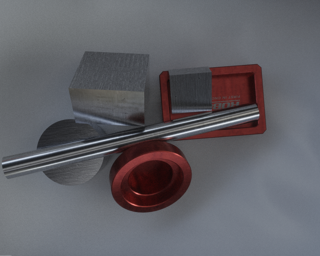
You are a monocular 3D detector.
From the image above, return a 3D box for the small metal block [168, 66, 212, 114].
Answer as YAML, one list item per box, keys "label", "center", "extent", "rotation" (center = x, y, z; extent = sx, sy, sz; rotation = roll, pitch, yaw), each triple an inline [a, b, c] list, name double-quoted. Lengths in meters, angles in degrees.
- label: "small metal block"
  center: [0.038, -0.048, 0.389]
  extent: [0.050, 0.025, 0.050]
  rotation: [-5, 116, 0]

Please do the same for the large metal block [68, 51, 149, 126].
- label: "large metal block"
  center: [-0.056, -0.049, 0.374]
  extent: [0.081, 0.080, 0.050]
  rotation: [3, 132, 0]

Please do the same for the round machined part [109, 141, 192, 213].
- label: "round machined part"
  center: [-0.014, 0.056, 0.385]
  extent: [0.099, 0.042, 0.097]
  rotation: [-8, 124, -12]

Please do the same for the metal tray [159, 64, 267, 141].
- label: "metal tray"
  center: [0.067, -0.032, 0.408]
  extent: [0.131, 0.030, 0.089]
  rotation: [-5, 90, -1]

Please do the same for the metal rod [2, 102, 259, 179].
- label: "metal rod"
  center: [-0.024, 0.011, 0.368]
  extent: [0.302, 0.025, 0.025]
  rotation: [-13, 90, -11]

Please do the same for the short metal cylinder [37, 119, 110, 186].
- label: "short metal cylinder"
  center: [-0.107, 0.029, 0.395]
  extent: [0.081, 0.050, 0.079]
  rotation: [0, 90, -1]
